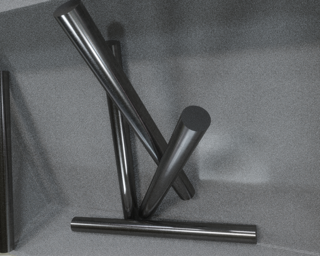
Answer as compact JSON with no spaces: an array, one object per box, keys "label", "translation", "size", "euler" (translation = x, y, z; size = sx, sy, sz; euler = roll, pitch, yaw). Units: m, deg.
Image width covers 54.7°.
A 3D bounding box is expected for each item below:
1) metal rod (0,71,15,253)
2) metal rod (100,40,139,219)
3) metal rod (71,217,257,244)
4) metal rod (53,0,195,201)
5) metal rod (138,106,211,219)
[{"label":"metal rod","translation":[-0.255,0.058,0.505],"size":[0.025,0.025,0.298],"euler":[6,99,25]},{"label":"metal rod","translation":[-0.055,0.025,0.451],"size":[0.025,0.025,0.298],"euler":[11,123,22]},{"label":"metal rod","translation":[-0.007,0.157,0.483],"size":[0.301,0.025,0.025],"euler":[-4,117,21]},{"label":"metal rod","translation":[-0.017,-0.001,0.345],"size":[0.025,0.025,0.299],"euler":[-1,141,28]},{"label":"metal rod","translation":[0.003,0.065,0.379],"size":[0.025,0.025,0.298],"euler":[32,149,7]}]
